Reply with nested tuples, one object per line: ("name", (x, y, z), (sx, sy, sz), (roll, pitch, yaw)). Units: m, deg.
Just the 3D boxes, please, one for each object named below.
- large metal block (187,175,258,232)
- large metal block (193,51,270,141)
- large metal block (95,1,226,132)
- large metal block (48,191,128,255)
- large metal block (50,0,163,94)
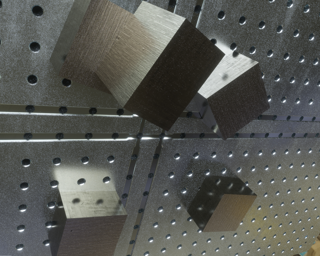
("large metal block", (0.107, 0.132, 0.538), (0.081, 0.050, 0.079), (11, 113, -34))
("large metal block", (0.094, -0.044, 0.422), (0.080, 0.050, 0.080), (-35, 129, -5))
("large metal block", (-0.004, -0.057, 0.275), (0.050, 0.080, 0.080), (29, 102, -38))
("large metal block", (-0.100, 0.135, 0.425), (0.081, 0.050, 0.079), (6, 115, -32))
("large metal block", (-0.054, -0.083, 0.315), (0.081, 0.050, 0.080), (18, 109, -36))
